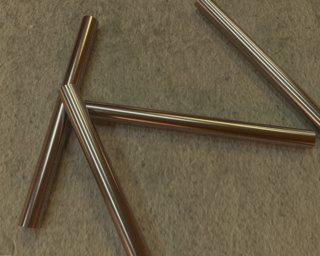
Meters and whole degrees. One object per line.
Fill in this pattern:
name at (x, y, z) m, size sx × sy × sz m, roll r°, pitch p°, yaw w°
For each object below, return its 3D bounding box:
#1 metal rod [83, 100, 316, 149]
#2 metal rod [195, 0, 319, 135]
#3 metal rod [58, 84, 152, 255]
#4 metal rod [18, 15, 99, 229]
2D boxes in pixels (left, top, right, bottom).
metal rod at (0.048, -0.005, 0.410) m, size 0.302 × 0.025 × 0.025 m, roll 8°, pitch 70°, yaw 2°
metal rod at (0.154, -0.086, 0.441) m, size 0.025 × 0.025 × 0.300 m, roll -35°, pitch 74°, yaw -12°
metal rod at (-0.054, 0.080, 0.365) m, size 0.025 × 0.025 × 0.299 m, roll -24°, pitch 77°, yaw -9°
metal rod at (-0.129, -0.022, 0.414) m, size 0.025 × 0.025 × 0.299 m, roll 9°, pitch 70°, yaw 3°
